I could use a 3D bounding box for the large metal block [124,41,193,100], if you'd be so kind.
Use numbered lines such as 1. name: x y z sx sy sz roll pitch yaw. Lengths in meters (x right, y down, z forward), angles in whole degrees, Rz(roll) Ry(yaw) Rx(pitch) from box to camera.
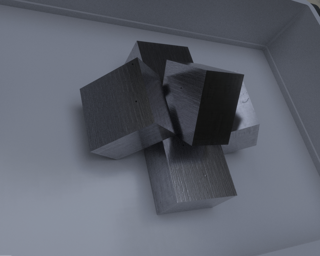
1. large metal block: 0.004 -0.069 0.429 0.081 0.050 0.080 -2 63 -29

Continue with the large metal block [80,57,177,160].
1. large metal block: -0.037 -0.019 0.350 0.050 0.080 0.080 30 40 -58

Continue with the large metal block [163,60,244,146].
1. large metal block: 0.043 -0.031 0.359 0.050 0.079 0.080 0 18 -30

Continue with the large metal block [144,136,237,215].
1. large metal block: 0.035 0.054 0.374 0.081 0.050 0.080 1 62 -28

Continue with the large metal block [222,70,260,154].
1. large metal block: 0.095 -0.018 0.422 0.050 0.080 0.080 -16 65 7
